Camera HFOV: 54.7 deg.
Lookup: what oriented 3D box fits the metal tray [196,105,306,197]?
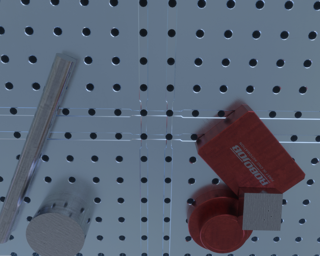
[{"bbox_3d":[0.124,0.044,0.428,0.090,0.030,0.130,-40,106,13],"label":"metal tray"}]

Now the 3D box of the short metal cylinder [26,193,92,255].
[{"bbox_3d":[-0.145,0.142,0.451,0.081,0.050,0.079,0,110,0],"label":"short metal cylinder"}]

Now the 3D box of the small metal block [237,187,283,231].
[{"bbox_3d":[0.133,0.108,0.415,0.050,0.025,0.050,2,95,-1],"label":"small metal block"}]

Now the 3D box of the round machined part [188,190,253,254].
[{"bbox_3d":[0.091,0.145,0.458,0.099,0.042,0.097,0,110,0],"label":"round machined part"}]

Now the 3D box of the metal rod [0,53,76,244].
[{"bbox_3d":[-0.179,0.040,0.426,0.025,0.025,0.298,24,108,-9],"label":"metal rod"}]
